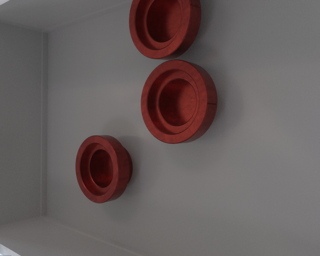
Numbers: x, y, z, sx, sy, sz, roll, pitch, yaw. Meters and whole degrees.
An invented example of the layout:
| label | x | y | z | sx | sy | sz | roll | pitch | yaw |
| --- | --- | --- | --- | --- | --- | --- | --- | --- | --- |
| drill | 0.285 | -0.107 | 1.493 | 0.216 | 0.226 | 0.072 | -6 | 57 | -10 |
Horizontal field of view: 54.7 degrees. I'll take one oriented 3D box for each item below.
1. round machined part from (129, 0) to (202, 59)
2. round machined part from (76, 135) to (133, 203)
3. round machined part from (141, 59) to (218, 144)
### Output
| label | x | y | z | sx | sy | sz | roll | pitch | yaw |
| --- | --- | --- | --- | --- | --- | --- | --- | --- | --- |
| round machined part | 0.011 | -0.134 | 0.383 | 0.098 | 0.042 | 0.097 | 7 | 101 | 40 |
| round machined part | -0.079 | 0.059 | 0.461 | 0.098 | 0.042 | 0.097 | 0 | 90 | 40 |
| round machined part | 0.027 | -0.030 | 0.374 | 0.098 | 0.042 | 0.097 | 0 | 90 | 40 |
